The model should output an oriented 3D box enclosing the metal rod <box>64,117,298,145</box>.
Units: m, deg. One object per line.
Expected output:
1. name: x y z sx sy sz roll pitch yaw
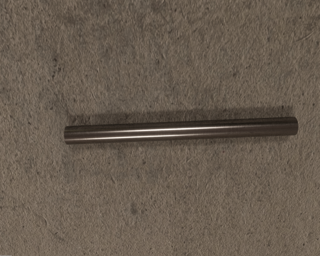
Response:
1. metal rod: 0.027 0.004 0.411 0.302 0.025 0.025 -2 110 0
